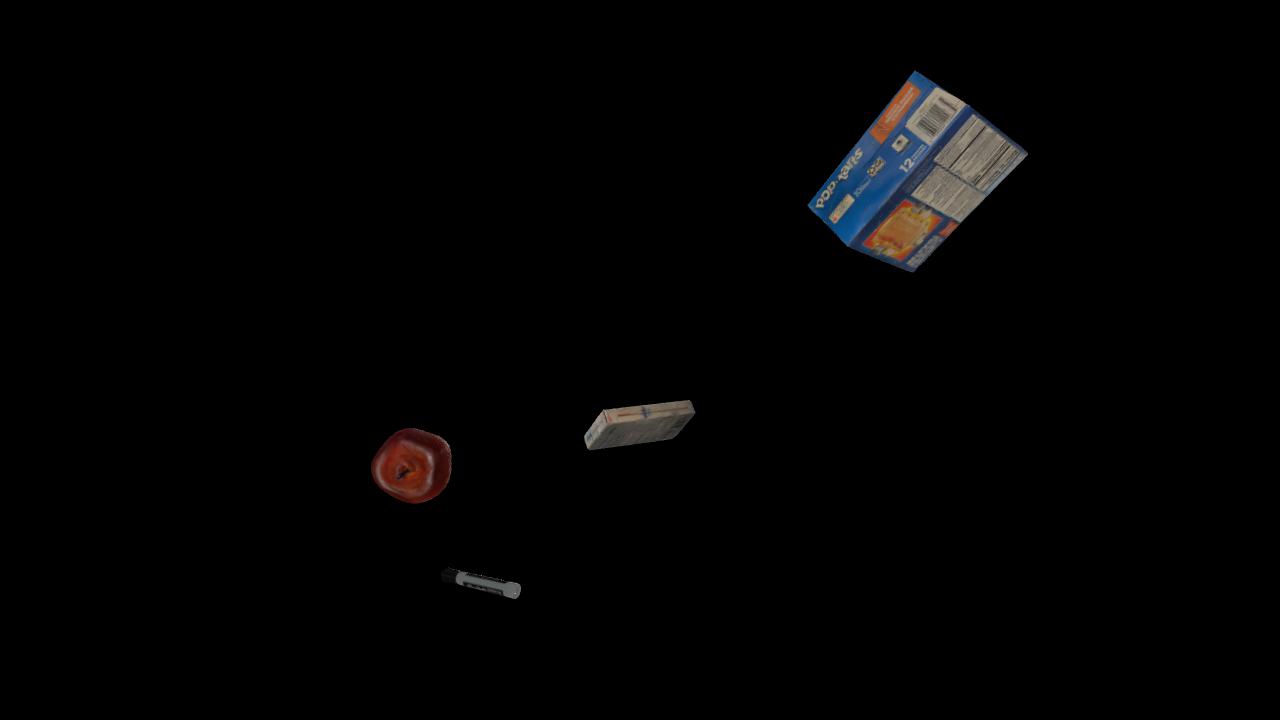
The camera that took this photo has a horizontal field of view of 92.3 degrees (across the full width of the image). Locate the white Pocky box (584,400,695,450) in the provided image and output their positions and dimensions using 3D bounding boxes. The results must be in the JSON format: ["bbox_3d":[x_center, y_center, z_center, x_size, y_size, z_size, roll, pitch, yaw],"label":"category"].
[{"bbox_3d":[0.000,0.098,0.925,0.154,0.028,0.084,-4,-32,-31],"label":"white Pocky box"}]

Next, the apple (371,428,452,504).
[{"bbox_3d":[-0.235,0.109,0.640,0.079,0.079,0.093,0,0,-4],"label":"apple"}]

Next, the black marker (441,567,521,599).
[{"bbox_3d":[-0.210,0.289,0.801,0.121,0.020,0.020,3,1,25],"label":"black marker"}]

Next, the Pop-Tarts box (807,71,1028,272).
[{"bbox_3d":[0.297,-0.195,0.667,0.141,0.083,0.167,9,-49,-37],"label":"Pop-Tarts box"}]
